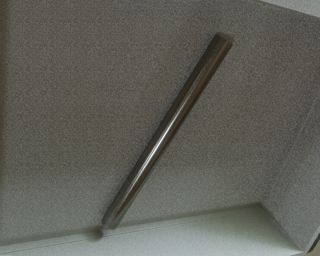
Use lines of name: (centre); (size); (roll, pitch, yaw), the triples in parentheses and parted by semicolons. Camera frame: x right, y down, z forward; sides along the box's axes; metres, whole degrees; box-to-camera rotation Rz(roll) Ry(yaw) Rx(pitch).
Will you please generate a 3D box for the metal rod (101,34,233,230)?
metal rod: (0.002, 0.015, 0.415); (0.025, 0.025, 0.299); (22, 107, -36)
